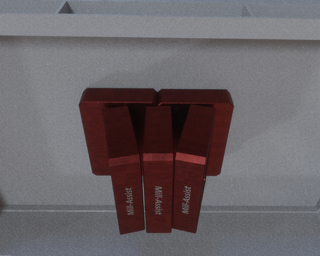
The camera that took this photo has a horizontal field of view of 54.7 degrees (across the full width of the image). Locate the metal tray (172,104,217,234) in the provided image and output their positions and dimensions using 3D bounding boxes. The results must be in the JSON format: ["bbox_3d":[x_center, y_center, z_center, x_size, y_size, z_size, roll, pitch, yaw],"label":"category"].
[{"bbox_3d":[0.039,0.049,0.364,0.030,0.090,0.129,9,131,11],"label":"metal tray"}]

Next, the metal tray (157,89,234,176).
[{"bbox_3d":[0.041,0.010,0.413,0.091,0.030,0.129,0,130,-1],"label":"metal tray"}]

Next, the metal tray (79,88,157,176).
[{"bbox_3d":[-0.050,0.010,0.410,0.091,0.030,0.129,0,130,-1],"label":"metal tray"}]

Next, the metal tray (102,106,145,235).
[{"bbox_3d":[-0.042,0.051,0.364,0.030,0.090,0.129,-8,131,-10],"label":"metal tray"}]

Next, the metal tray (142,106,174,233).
[{"bbox_3d":[-0.002,0.050,0.366,0.030,0.090,0.129,0,128,0],"label":"metal tray"}]
